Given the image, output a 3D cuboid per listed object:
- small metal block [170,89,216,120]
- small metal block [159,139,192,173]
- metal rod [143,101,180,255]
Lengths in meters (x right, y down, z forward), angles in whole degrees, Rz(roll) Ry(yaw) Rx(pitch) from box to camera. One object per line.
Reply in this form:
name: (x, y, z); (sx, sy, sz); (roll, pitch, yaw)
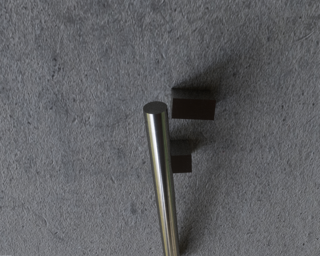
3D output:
small metal block: (0.039, -0.030, 0.386); (0.050, 0.050, 0.025); (2, 110, -1)
small metal block: (0.015, 0.037, 0.411); (0.050, 0.050, 0.025); (-3, 110, 1)
metal rod: (0.008, 0.099, 0.405); (0.025, 0.025, 0.298); (-5, 126, 1)
